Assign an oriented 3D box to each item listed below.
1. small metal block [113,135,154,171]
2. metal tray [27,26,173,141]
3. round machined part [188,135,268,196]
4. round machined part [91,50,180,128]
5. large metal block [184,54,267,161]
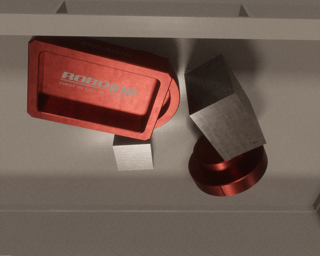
[{"bbox_3d":[-0.036,0.033,0.437,0.050,0.025,0.050,-3,130,2],"label":"small metal block"},{"bbox_3d":[-0.062,-0.040,0.315,0.131,0.030,0.089,12,129,-11],"label":"metal tray"},{"bbox_3d":[0.081,0.035,0.393,0.098,0.098,0.042,-20,123,15],"label":"round machined part"},{"bbox_3d":[-0.027,-0.046,0.358,0.099,0.042,0.097,0,130,0],"label":"round machined part"},{"bbox_3d":[0.073,-0.024,0.354,0.050,0.080,0.080,-27,125,21],"label":"large metal block"}]
